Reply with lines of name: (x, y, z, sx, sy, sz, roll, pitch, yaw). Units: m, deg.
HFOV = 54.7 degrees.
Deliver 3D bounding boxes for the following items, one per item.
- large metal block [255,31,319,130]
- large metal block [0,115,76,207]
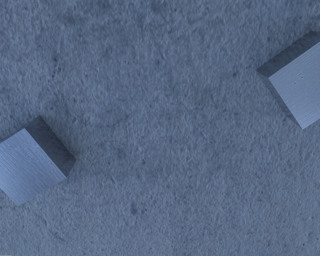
large metal block: (0.179, -0.059, 0.377, 0.080, 0.050, 0.080, -36, 107, 12)
large metal block: (-0.174, 0.043, 0.410, 0.080, 0.050, 0.080, -31, 108, 10)
